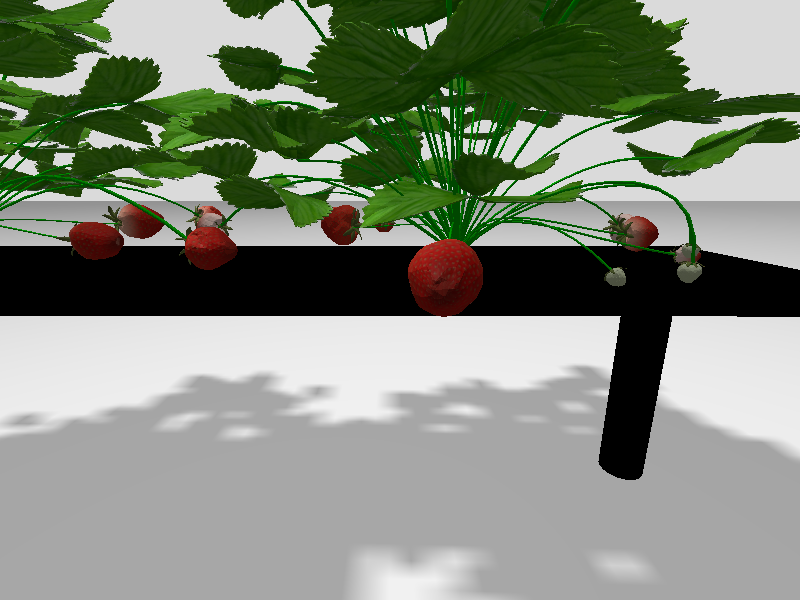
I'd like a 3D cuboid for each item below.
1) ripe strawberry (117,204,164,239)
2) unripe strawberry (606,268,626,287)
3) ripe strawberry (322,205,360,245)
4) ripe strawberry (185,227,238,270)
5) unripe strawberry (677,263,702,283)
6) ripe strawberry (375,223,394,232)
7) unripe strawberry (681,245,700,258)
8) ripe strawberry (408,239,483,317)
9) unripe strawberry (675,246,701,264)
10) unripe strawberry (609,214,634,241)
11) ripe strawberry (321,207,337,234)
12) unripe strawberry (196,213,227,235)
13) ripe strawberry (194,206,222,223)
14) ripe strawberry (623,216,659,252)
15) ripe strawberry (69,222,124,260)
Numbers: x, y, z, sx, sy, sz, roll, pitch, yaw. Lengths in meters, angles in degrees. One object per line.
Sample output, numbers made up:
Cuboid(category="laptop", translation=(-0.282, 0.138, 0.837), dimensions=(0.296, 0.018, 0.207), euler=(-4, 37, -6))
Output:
Cuboid(category="ripe strawberry", translation=(-0.296, -0.090, 0.459), dimensions=(0.046, 0.039, 0.046), euler=(13, 20, 40))
Cuboid(category="unripe strawberry", translation=(0.127, -0.013, 0.236), dimensions=(0.010, 0.011, 0.011), euler=(-10, -31, -32))
Cuboid(category="ripe strawberry", translation=(-0.061, -0.078, 0.416), dimensions=(0.039, 0.041, 0.036), euler=(9, 18, 31))
Cuboid(category="ripe strawberry", translation=(-0.131, -0.036, 0.280), dimensions=(0.031, 0.031, 0.034), euler=(8, 17, 13))
Cuboid(category="unripe strawberry", translation=(0.161, -0.015, 0.223), dimensions=(0.011, 0.011, 0.011), euler=(-13, 20, -39))
Cuboid(category="ripe strawberry", translation=(-0.024, -0.111, 0.555), dimensions=(0.033, 0.034, 0.036), euler=(-5, 16, -19))
Cuboid(category="unripe strawberry", translation=(0.197, -0.033, 0.272), dimensions=(0.010, 0.010, 0.009), euler=(8, 17, 27))
Cuboid(category="ripe strawberry", translation=(0.020, -0.009, 0.180), dimensions=(0.034, 0.036, 0.037), euler=(3, 16, 9))
Cuboid(category="unripe strawberry", translation=(0.218, -0.034, 0.303), dimensions=(0.017, 0.014, 0.017), euler=(5, 16, 15))
Cuboid(category="unripe strawberry", translation=(0.244, -0.076, 0.432), dimensions=(0.033, 0.032, 0.030), euler=(16, 7, -28))
Cuboid(category="ripe strawberry", translation=(-0.075, -0.088, 0.462), dimensions=(0.040, 0.039, 0.037), euler=(13, 20, 42))
Cuboid(category="unripe strawberry", translation=(-0.210, -0.080, 0.444), dimensions=(0.034, 0.033, 0.031), euler=(0, 14, 22))
Cuboid(category="ripe strawberry", translation=(-0.250, -0.106, 0.530), dimensions=(0.039, 0.035, 0.035), euler=(12, 1, 37))
Cuboid(category="ripe strawberry", translation=(0.229, -0.063, 0.381), dimensions=(0.034, 0.033, 0.031), euler=(-2, 16, -10))
Cuboid(category="ripe strawberry", translation=(-0.242, -0.048, 0.323), dimensions=(0.035, 0.030, 0.035), euler=(3, 16, 9))
